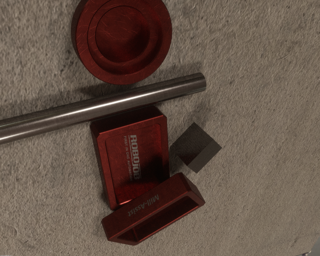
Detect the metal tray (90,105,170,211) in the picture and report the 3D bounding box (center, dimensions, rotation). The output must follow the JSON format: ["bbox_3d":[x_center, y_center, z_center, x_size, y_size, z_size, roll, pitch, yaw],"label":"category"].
[{"bbox_3d":[-0.035,0.042,0.411,0.091,0.030,0.129,-17,126,-19],"label":"metal tray"}]

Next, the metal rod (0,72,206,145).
[{"bbox_3d":[-0.083,-0.019,0.350,0.302,0.025,0.025,-16,125,-20],"label":"metal rod"}]

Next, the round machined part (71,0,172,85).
[{"bbox_3d":[-0.041,-0.097,0.315,0.099,0.042,0.097,-14,125,-21],"label":"round machined part"}]

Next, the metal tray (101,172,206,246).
[{"bbox_3d":[-0.006,0.120,0.445,0.130,0.030,0.090,-32,148,5],"label":"metal tray"}]

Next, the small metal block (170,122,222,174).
[{"bbox_3d":[0.050,0.027,0.437,0.050,0.050,0.025,-46,130,4],"label":"small metal block"}]
